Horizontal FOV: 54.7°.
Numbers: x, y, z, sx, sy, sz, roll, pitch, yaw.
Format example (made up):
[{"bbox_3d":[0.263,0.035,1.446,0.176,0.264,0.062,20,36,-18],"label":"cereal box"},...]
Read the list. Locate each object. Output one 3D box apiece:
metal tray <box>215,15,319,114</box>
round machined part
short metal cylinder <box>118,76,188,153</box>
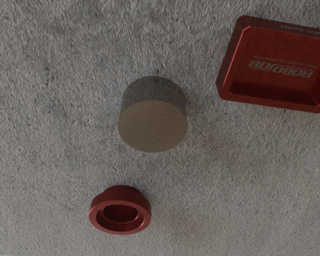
[{"bbox_3d":[0.139,-0.068,0.348,0.131,0.030,0.089,7,130,-7],"label":"metal tray"},{"bbox_3d":[-0.063,0.131,0.506,0.099,0.042,0.097,-1,130,0],"label":"round machined part"},{"bbox_3d":[-0.008,-0.016,0.377,0.081,0.050,0.079,0,130,0],"label":"short metal cylinder"}]
